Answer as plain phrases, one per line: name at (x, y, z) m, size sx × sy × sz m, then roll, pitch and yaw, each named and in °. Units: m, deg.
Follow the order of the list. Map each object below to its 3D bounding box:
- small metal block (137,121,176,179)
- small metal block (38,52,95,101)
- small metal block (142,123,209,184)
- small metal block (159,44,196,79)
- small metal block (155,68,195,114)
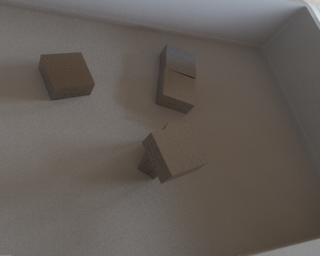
small metal block at (0.002, 0.027, 0.376) m, size 0.025 × 0.050 × 0.050 m, roll 33°, pitch 51°, yaw -8°
small metal block at (-0.116, -0.065, 0.384) m, size 0.050 × 0.025 × 0.050 m, roll -14°, pitch 69°, yaw -34°
small metal block at (0.016, 0.026, 0.336) m, size 0.050 × 0.025 × 0.050 m, roll -14°, pitch 69°, yaw -34°
small metal block at (0.027, -0.096, 0.481) m, size 0.050 × 0.025 × 0.050 m, roll 15°, pitch 56°, yaw -20°
small metal block at (0.023, -0.054, 0.453) m, size 0.050 × 0.025 × 0.050 m, roll 17°, pitch 55°, yaw -19°
